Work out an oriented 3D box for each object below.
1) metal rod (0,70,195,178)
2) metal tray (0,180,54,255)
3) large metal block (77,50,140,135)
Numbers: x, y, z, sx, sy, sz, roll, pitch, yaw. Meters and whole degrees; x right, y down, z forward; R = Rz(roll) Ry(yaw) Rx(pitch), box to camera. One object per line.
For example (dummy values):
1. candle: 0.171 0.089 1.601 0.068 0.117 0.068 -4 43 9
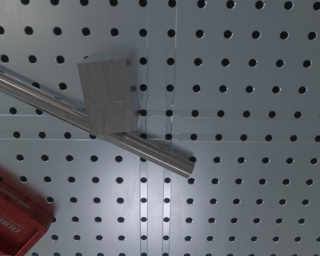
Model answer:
1. metal rod: -0.091 -0.006 0.410 0.301 0.025 0.025 26 108 -10
2. metal tray: -0.239 0.132 0.457 0.130 0.030 0.090 40 105 -14
3. large metal block: -0.056 -0.045 0.367 0.050 0.080 0.079 -6 110 2
